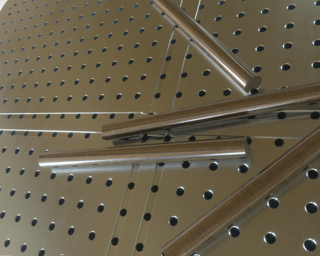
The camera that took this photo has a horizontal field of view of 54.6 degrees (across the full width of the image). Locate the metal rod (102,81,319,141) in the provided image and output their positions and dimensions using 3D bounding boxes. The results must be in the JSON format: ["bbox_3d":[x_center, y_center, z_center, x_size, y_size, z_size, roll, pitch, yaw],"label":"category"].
[{"bbox_3d":[0.060,-0.018,0.388,0.300,0.025,0.025,-10,57,22],"label":"metal rod"}]

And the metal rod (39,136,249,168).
[{"bbox_3d":[-0.039,0.035,0.408,0.300,0.025,0.025,-6,59,25],"label":"metal rod"}]

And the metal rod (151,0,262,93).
[{"bbox_3d":[0.051,-0.151,0.475,0.025,0.025,0.300,-36,51,4],"label":"metal rod"}]

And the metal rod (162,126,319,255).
[{"bbox_3d":[0.128,0.041,0.316,0.300,0.025,0.025,-38,51,2],"label":"metal rod"}]
